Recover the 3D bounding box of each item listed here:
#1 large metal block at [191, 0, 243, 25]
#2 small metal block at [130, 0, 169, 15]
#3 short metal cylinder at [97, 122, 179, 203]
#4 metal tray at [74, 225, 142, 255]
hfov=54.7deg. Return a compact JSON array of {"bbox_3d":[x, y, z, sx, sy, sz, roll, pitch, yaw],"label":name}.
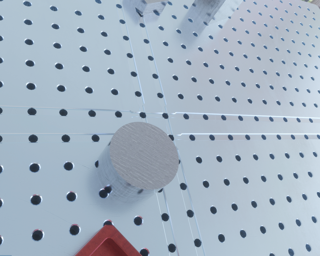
[{"bbox_3d":[0.119,-0.251,0.590,0.081,0.080,0.050,-31,79,-38],"label":"large metal block"},{"bbox_3d":[-0.022,-0.226,0.534,0.050,0.025,0.050,-28,77,-37],"label":"small metal block"},{"bbox_3d":[-0.026,0.040,0.354,0.081,0.050,0.080,14,56,-21],"label":"short metal cylinder"},{"bbox_3d":[-0.037,0.167,0.282,0.130,0.030,0.091,46,51,3],"label":"metal tray"}]
